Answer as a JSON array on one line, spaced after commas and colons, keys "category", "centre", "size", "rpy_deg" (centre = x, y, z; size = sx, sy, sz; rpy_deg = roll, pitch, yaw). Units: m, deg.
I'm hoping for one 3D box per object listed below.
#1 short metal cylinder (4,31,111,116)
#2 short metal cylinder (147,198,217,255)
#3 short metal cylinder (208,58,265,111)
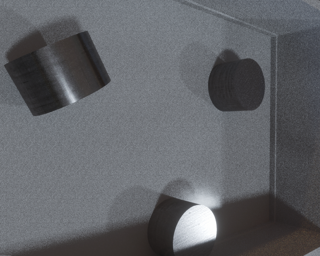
[{"category": "short metal cylinder", "centre": [-0.094, -0.052, 0.292], "size": [0.080, 0.080, 0.050], "rpy_deg": [-36, 113, -34]}, {"category": "short metal cylinder", "centre": [0.030, 0.139, 0.416], "size": [0.081, 0.050, 0.080], "rpy_deg": [0, 90, -40]}, {"category": "short metal cylinder", "centre": [0.122, -0.067, 0.492], "size": [0.081, 0.050, 0.080], "rpy_deg": [0, 90, -40]}]
